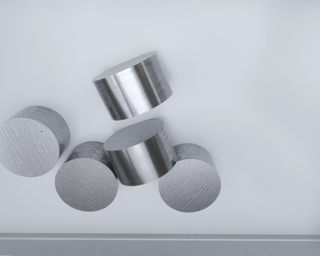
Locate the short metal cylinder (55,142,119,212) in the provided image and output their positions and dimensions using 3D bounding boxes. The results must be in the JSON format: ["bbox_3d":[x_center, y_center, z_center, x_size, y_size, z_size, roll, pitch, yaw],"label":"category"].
[{"bbox_3d":[-0.094,0.065,0.419,0.081,0.050,0.079,0,111,1],"label":"short metal cylinder"}]

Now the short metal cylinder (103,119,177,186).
[{"bbox_3d":[-0.024,0.029,0.393,0.080,0.080,0.050,-19,109,6],"label":"short metal cylinder"}]

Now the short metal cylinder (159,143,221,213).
[{"bbox_3d":[0.038,0.067,0.423,0.081,0.050,0.079,0,110,-1],"label":"short metal cylinder"}]

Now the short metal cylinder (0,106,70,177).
[{"bbox_3d":[-0.164,0.016,0.402,0.081,0.050,0.079,0,110,-1],"label":"short metal cylinder"}]

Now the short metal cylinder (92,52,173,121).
[{"bbox_3d":[-0.032,-0.050,0.363,0.080,0.080,0.050,-22,109,7],"label":"short metal cylinder"}]
